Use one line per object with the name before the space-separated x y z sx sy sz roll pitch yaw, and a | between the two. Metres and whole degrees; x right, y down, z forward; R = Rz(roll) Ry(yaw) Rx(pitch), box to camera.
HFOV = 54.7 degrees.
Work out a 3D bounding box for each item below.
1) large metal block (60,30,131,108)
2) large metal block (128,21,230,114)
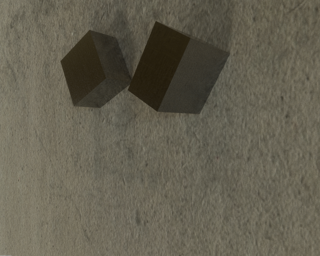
large metal block | -0.097 -0.085 0.466 0.080 0.050 0.080 -32 70 35
large metal block | 0.022 -0.064 0.349 0.050 0.081 0.079 38 113 33
